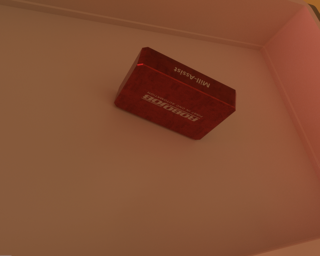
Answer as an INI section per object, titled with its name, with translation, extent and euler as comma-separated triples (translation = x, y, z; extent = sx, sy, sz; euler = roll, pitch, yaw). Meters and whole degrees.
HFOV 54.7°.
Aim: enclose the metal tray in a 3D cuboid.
[metal tray]
translation = 0.018, -0.038, 0.394
extent = 0.131, 0.090, 0.030
euler = 23, 53, -16
